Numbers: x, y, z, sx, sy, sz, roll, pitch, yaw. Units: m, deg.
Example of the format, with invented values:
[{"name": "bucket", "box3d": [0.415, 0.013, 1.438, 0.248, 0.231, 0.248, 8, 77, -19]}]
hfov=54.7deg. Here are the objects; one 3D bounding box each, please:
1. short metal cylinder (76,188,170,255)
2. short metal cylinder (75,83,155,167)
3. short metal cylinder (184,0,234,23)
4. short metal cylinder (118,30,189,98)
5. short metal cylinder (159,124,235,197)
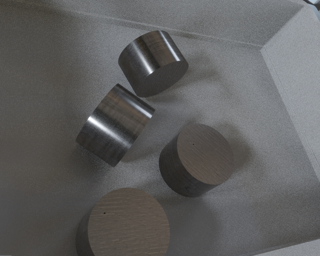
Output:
[{"name": "short metal cylinder", "box3d": [-0.037, 0.105, 0.306, 0.081, 0.050, 0.080, 14, 56, -21]}, {"name": "short metal cylinder", "box3d": [-0.049, -0.003, 0.347, 0.050, 0.080, 0.080, 36, 51, -5]}, {"name": "short metal cylinder", "box3d": [0.095, -0.251, 0.599, 0.081, 0.050, 0.080, 14, 56, -21]}, {"name": "short metal cylinder", "box3d": [-0.009, -0.085, 0.419, 0.081, 0.080, 0.050, -20, 73, -36]}, {"name": "short metal cylinder", "box3d": [0.046, 0.041, 0.391, 0.081, 0.050, 0.080, 14, 56, -21]}]
